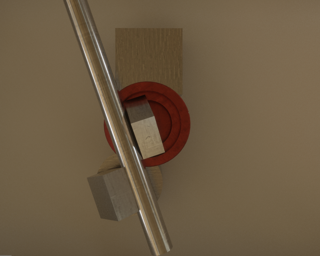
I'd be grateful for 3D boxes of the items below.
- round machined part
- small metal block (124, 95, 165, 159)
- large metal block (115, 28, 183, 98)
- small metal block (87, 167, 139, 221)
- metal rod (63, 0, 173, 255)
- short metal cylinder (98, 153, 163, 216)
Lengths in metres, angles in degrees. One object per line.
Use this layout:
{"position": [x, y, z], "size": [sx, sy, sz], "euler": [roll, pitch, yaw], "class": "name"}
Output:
{"position": [-0.014, -0.005, 0.372], "size": [0.099, 0.042, 0.097], "euler": [0, 90, -1], "class": "round machined part"}
{"position": [-0.018, -0.002, 0.349], "size": [0.025, 0.050, 0.050], "euler": [-19, 125, -4], "class": "small metal block"}
{"position": [-0.013, -0.080, 0.396], "size": [0.081, 0.050, 0.079], "euler": [0, 90, -1], "class": "large metal block"}
{"position": [-0.054, 0.073, 0.345], "size": [0.025, 0.050, 0.050], "euler": [-19, 90, -34], "class": "small metal block"}
{"position": [-0.047, -0.007, 0.340], "size": [0.025, 0.025, 0.298], "euler": [-19, 90, 0], "class": "metal rod"}
{"position": [-0.037, 0.066, 0.398], "size": [0.081, 0.050, 0.079], "euler": [0, 90, -1], "class": "short metal cylinder"}
